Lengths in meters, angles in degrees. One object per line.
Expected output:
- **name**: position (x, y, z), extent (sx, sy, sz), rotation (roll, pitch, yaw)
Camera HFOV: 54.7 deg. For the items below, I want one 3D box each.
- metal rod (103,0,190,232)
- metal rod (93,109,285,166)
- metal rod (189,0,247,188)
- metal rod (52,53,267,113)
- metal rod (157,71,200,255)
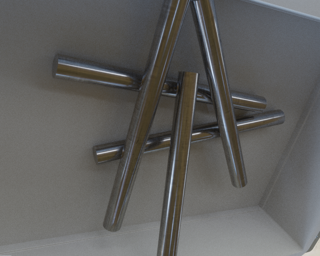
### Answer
- **metal rod**: position (-0.024, 0.001, 0.362), extent (0.025, 0.025, 0.298), rotation (3, 117, -30)
- **metal rod**: position (0.057, 0.008, 0.444), extent (0.303, 0.025, 0.025), rotation (-11, 123, -23)
- **metal rod**: position (0.084, -0.024, 0.405), extent (0.025, 0.025, 0.299), rotation (-29, 128, -10)
- **metal rod**: position (0.023, -0.049, 0.390), extent (0.302, 0.025, 0.025), rotation (6, 116, -31)
- **metal rod**: position (0.017, 0.083, 0.378), extent (0.025, 0.025, 0.298), rotation (3, 96, -30)
